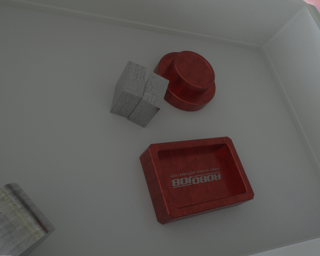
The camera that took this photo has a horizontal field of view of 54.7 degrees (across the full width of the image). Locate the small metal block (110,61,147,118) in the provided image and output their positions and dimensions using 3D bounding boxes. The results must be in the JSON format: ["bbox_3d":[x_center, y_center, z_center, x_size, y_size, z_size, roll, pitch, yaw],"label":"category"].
[{"bbox_3d":[-0.041,-0.049,0.399,0.025,0.050,0.050,19,54,-18],"label":"small metal block"}]

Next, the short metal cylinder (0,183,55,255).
[{"bbox_3d":[-0.133,0.089,0.245,0.050,0.080,0.080,48,51,5],"label":"short metal cylinder"}]

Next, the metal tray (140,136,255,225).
[{"bbox_3d":[0.048,0.061,0.392,0.131,0.030,0.090,-4,64,-30],"label":"metal tray"}]

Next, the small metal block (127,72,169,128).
[{"bbox_3d":[-0.015,-0.036,0.405,0.025,0.050,0.050,27,52,-12],"label":"small metal block"}]

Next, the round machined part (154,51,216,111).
[{"bbox_3d":[0.043,-0.077,0.467,0.099,0.042,0.098,14,56,-21],"label":"round machined part"}]
